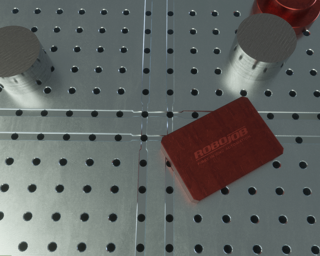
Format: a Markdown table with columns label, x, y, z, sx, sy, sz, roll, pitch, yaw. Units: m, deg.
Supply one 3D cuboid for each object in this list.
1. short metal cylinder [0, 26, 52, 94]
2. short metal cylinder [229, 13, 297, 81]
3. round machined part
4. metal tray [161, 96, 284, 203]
| label | x | y | z | sx | sy | sz | roll | pitch | yaw |
| --- | --- | --- | --- | --- | --- | --- | --- | --- | --- |
| short metal cylinder | -0.199 | -0.094 | 0.431 | 0.081 | 0.050 | 0.080 | 0 | 70 | 0 |
| short metal cylinder | 0.144 | -0.114 | 0.441 | 0.081 | 0.050 | 0.080 | 0 | 70 | 0 |
| round machined part | 0.198 | -0.195 | 0.475 | 0.099 | 0.042 | 0.098 | 0 | 70 | 0 |
| metal tray | 0.078 | 0.026 | 0.400 | 0.131 | 0.030 | 0.090 | -27 | 72 | -10 |
